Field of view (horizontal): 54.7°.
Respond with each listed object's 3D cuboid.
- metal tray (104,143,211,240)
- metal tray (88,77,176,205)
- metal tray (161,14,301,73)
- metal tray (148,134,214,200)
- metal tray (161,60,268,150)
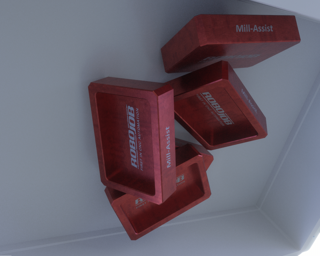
[{"bbox_3d":[0.002,0.088,0.422,0.131,0.030,0.090,-27,128,-12],"label":"metal tray"},{"bbox_3d":[-0.029,0.013,0.345,0.030,0.090,0.129,-33,127,-51],"label":"metal tray"},{"bbox_3d":[0.078,-0.094,0.353,0.131,0.090,0.030,-9,85,-24],"label":"metal tray"},{"bbox_3d":[0.005,0.058,0.446,0.131,0.030,0.089,18,109,-36],"label":"metal tray"},{"bbox_3d":[0.072,-0.021,0.399,0.090,0.030,0.130,-17,140,31],"label":"metal tray"}]
